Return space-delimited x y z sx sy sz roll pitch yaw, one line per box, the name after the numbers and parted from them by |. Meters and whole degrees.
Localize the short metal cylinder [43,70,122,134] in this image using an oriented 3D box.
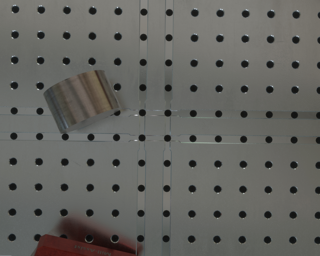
-0.095 -0.032 0.385 0.080 0.080 0.050 -24 90 0 | short metal cylinder

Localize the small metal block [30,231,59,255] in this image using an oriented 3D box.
-0.144 0.175 0.412 0.050 0.025 0.050 36 90 -1 | small metal block

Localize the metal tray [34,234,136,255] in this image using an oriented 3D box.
-0.100 0.195 0.390 0.131 0.030 0.090 20 94 -16 | metal tray
